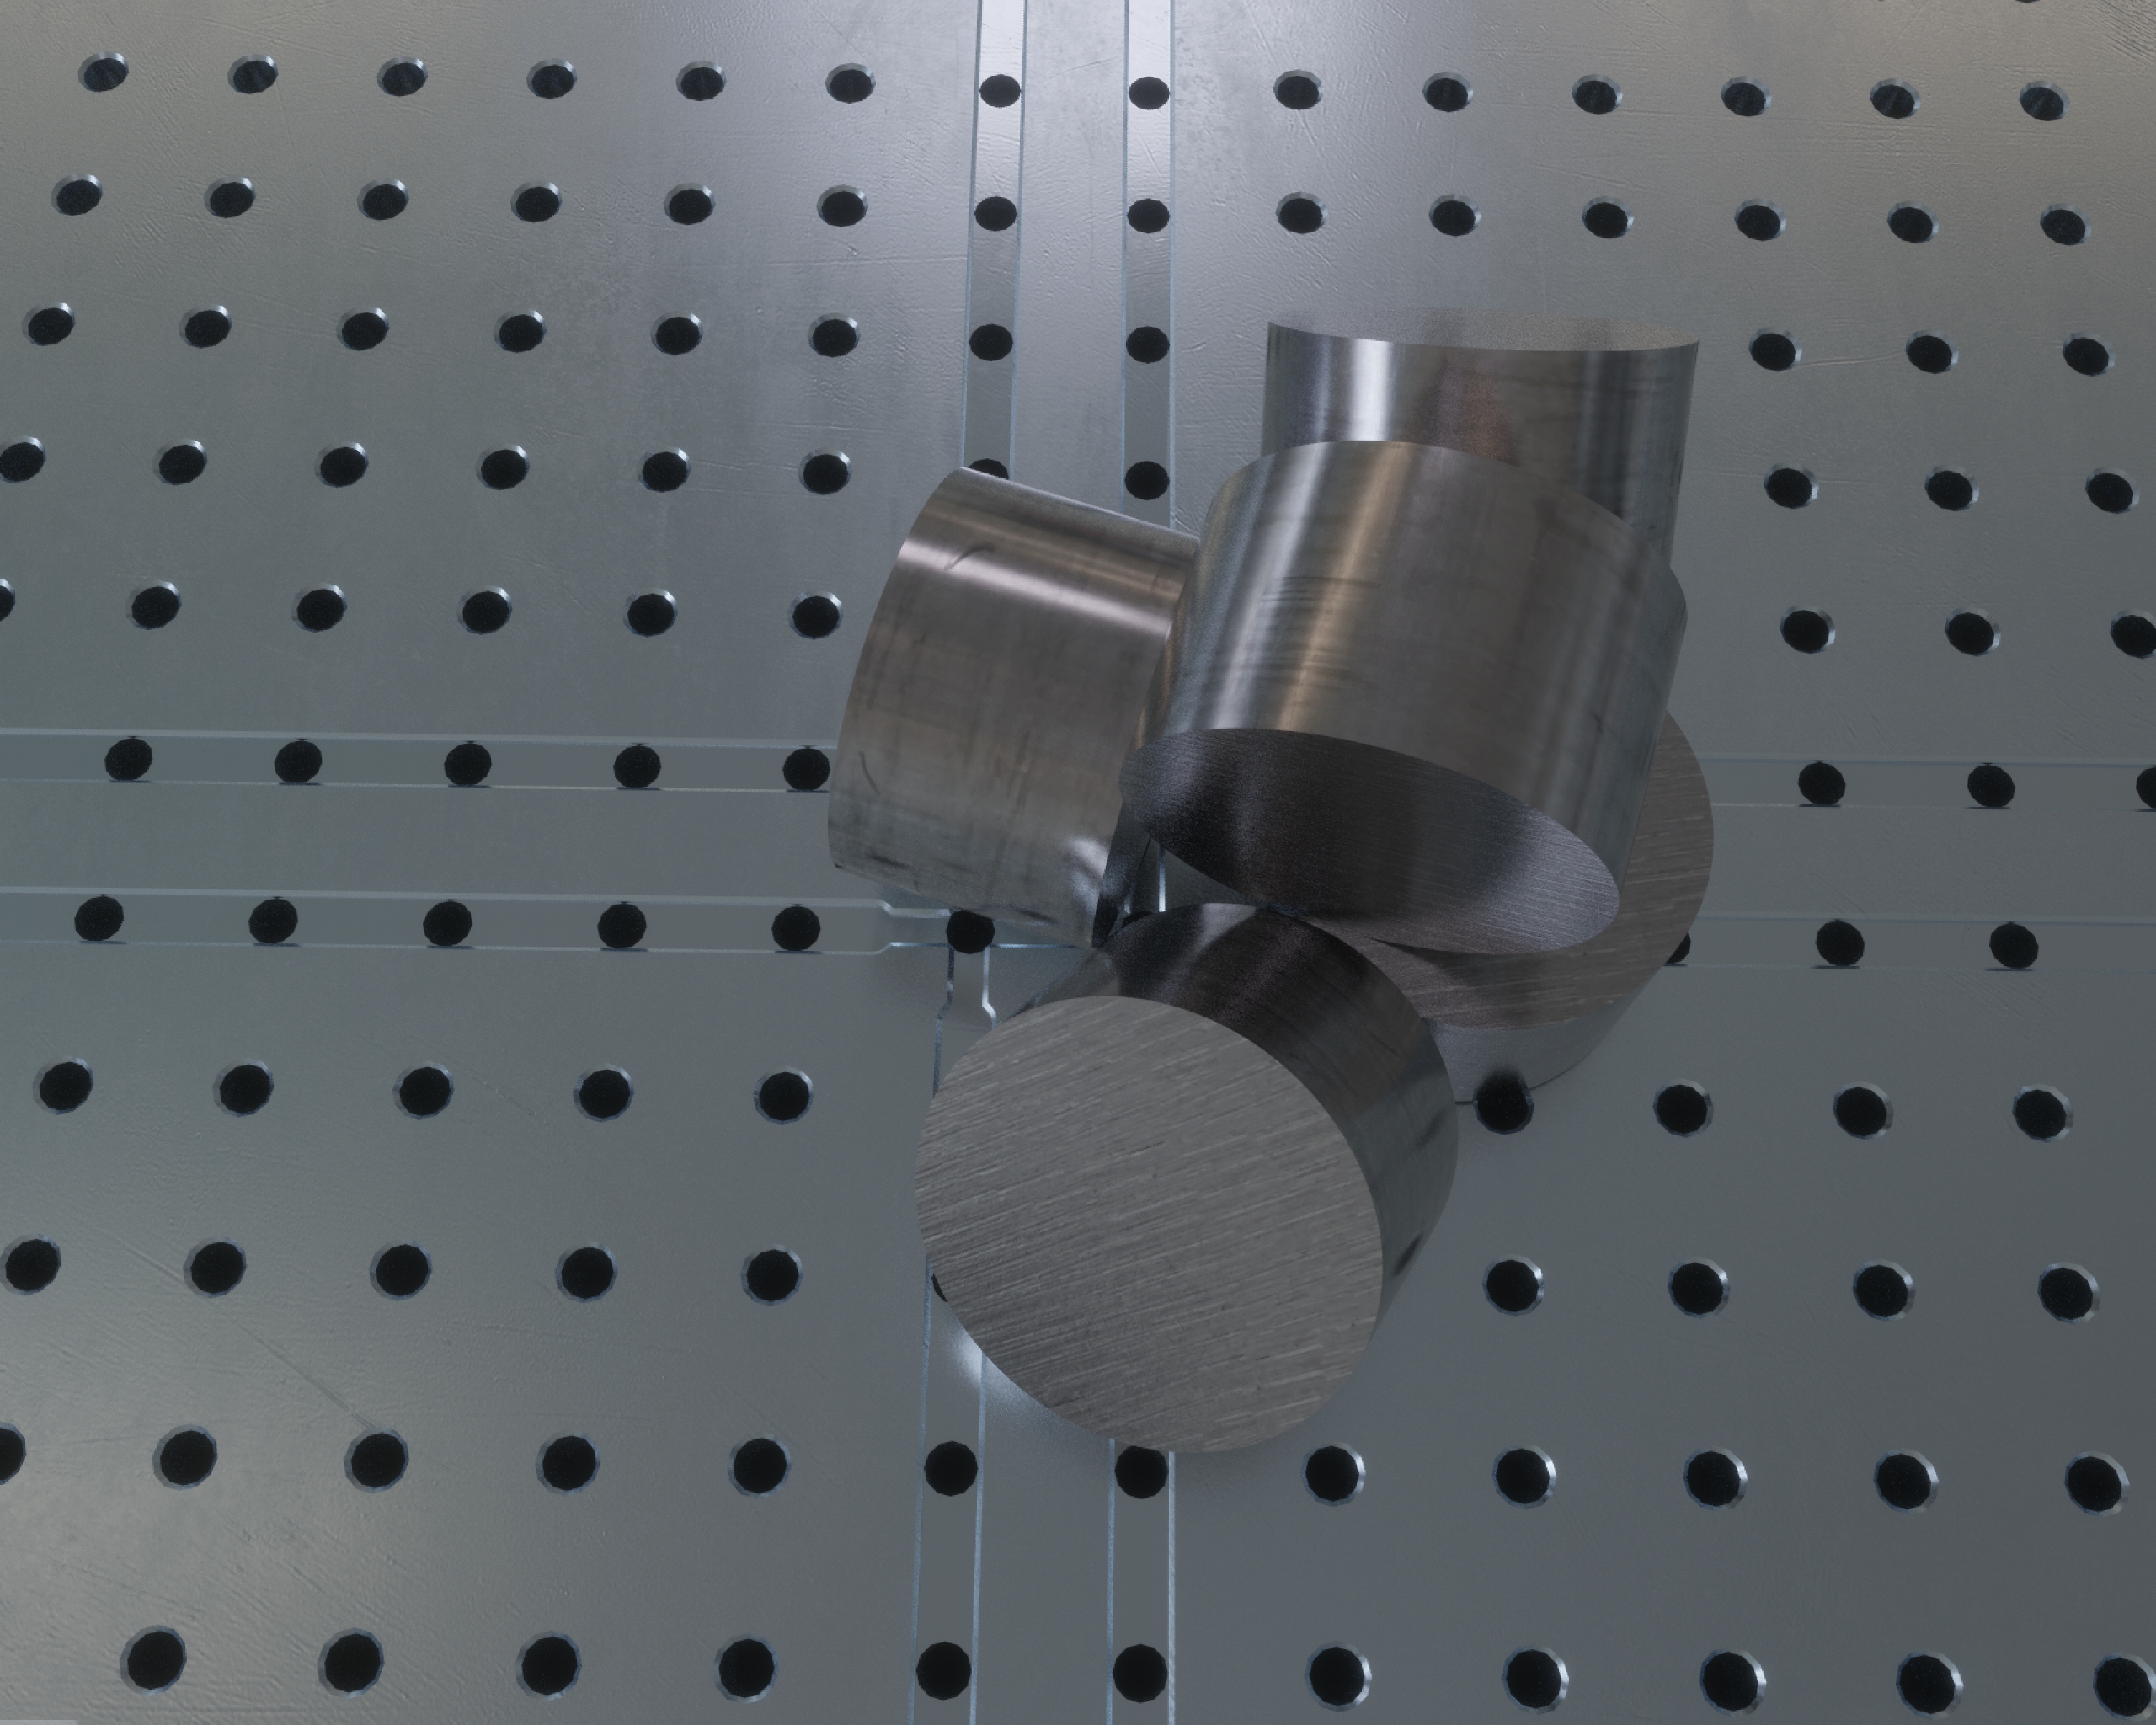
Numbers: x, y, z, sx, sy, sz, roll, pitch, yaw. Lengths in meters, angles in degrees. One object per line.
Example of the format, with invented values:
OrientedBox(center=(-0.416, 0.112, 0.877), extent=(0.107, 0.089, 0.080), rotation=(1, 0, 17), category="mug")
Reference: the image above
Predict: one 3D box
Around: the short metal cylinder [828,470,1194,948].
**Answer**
OrientedBox(center=(-0.008, -0.029, 0.393), extent=(0.050, 0.080, 0.080), rotation=(18, 71, 6), category="short metal cylinder")

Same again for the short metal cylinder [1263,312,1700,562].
OrientedBox(center=(0.076, -0.078, 0.404), extent=(0.080, 0.080, 0.050), rotation=(2, 110, 1), category="short metal cylinder")

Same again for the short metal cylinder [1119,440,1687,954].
OrientedBox(center=(0.053, -0.024, 0.338), extent=(0.080, 0.080, 0.050), rotation=(16, 71, 6), category="short metal cylinder")

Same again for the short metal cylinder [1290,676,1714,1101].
OrientedBox(center=(0.074, 0.001, 0.398), extent=(0.081, 0.050, 0.080), rotation=(0, 69, 0), category="short metal cylinder")

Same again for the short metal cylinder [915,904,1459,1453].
OrientedBox(center=(0.020, 0.052, 0.357), extent=(0.080, 0.050, 0.079), rotation=(7, 108, 22), category="short metal cylinder")
